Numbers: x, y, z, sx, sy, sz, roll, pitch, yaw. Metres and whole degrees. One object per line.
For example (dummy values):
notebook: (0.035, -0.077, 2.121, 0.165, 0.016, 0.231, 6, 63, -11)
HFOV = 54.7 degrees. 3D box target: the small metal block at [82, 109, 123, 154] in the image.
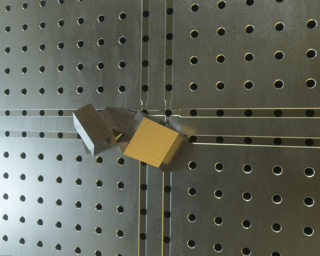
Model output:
small metal block: (-0.085, 0.005, 0.441, 0.050, 0.025, 0.050, -20, 83, 18)

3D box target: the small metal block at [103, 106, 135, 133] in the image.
small metal block: (-0.041, -0.008, 0.413, 0.050, 0.050, 0.025, 20, 97, 18)

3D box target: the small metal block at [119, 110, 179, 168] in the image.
small metal block: (-0.014, 0.014, 0.375, 0.050, 0.025, 0.050, 25, 101, -27)

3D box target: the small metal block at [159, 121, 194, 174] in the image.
small metal block: (0.007, 0.024, 0.409, 0.050, 0.025, 0.050, 37, 102, 16)

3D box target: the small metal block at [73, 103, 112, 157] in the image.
small metal block: (-0.087, 0.003, 0.399, 0.025, 0.050, 0.050, -30, 78, -22)
